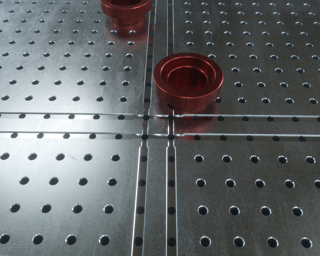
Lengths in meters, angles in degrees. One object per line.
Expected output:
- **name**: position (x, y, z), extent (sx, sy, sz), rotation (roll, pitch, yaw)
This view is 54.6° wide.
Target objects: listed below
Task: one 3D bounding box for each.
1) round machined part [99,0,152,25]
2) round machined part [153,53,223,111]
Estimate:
- **round machined part**: position (-0.064, -0.233, 0.592), extent (0.099, 0.042, 0.098), rotation (0, 50, 0)
- **round machined part**: position (0.039, -0.063, 0.450), extent (0.099, 0.042, 0.098), rotation (0, 50, 0)
